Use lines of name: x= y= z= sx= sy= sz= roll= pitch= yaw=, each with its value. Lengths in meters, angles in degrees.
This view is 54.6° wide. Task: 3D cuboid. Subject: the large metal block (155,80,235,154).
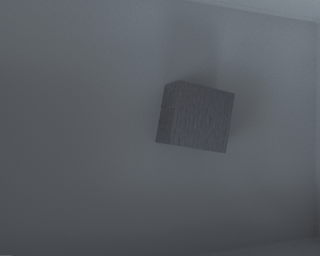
large metal block: x=0.046 y=-0.013 z=0.414 sx=0.081 sy=0.050 sz=0.080 roll=10 pitch=87 yaw=-20
